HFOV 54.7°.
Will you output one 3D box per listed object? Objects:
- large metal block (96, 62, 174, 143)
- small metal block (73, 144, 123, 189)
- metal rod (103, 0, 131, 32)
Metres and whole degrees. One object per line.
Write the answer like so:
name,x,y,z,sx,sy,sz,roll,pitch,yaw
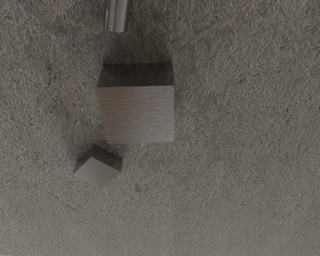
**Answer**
large metal block,-0.025,-0.029,0.366,0.080,0.050,0.079,-1,130,1
small metal block,-0.091,0.058,0.456,0.050,0.025,0.050,33,123,-25
metal rod,-0.017,-0.215,0.223,0.025,0.025,0.298,8,130,-7
